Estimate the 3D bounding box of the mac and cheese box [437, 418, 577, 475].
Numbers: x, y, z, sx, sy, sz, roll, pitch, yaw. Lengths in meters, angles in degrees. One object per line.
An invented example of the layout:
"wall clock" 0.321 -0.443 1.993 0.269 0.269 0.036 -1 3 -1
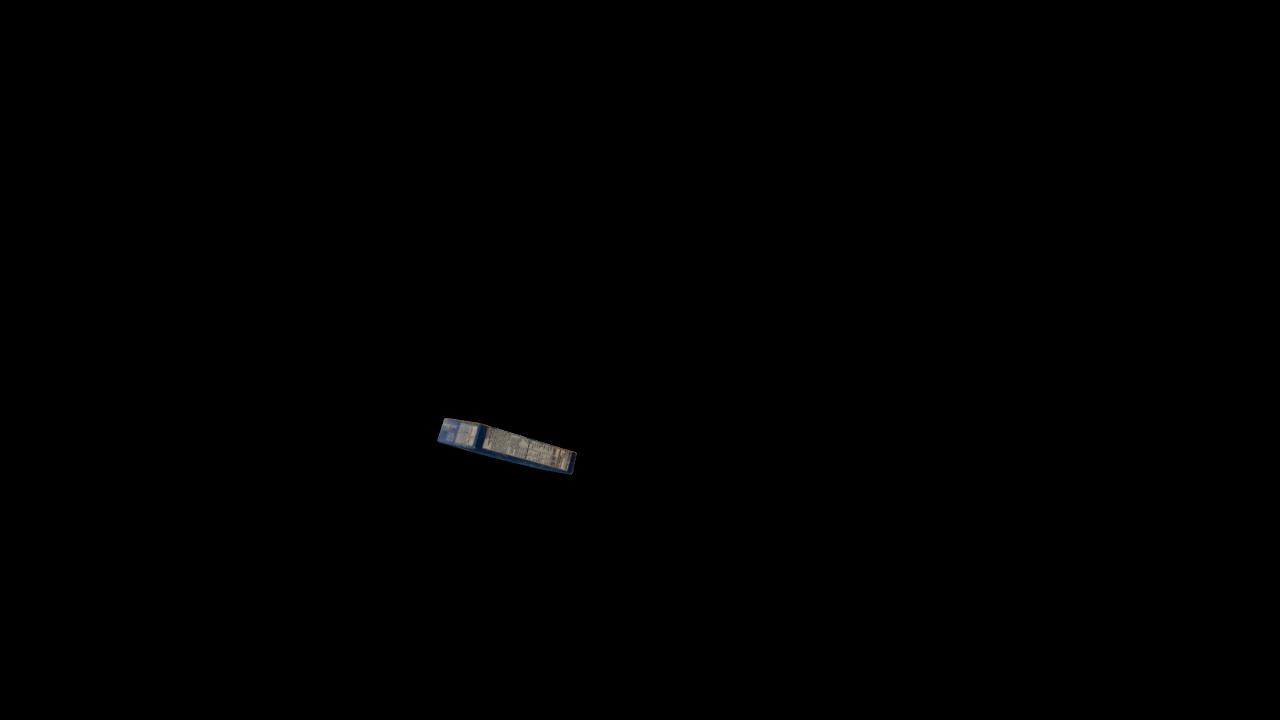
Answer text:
"mac and cheese box" -0.190 0.128 0.902 0.093 0.041 0.184 0 -19 41
